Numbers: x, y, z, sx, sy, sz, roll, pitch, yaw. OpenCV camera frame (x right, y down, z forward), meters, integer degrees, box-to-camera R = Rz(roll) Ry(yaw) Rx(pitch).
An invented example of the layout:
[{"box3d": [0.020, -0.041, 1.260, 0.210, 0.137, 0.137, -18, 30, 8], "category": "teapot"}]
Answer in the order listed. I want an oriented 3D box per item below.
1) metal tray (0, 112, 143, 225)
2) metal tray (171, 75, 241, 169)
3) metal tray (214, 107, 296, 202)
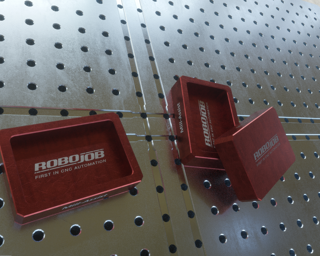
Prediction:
[{"box3d": [-0.094, 0.036, 0.331, 0.131, 0.030, 0.090, -12, 68, -33], "category": "metal tray"}, {"box3d": [0.069, -0.008, 0.446, 0.091, 0.030, 0.130, 9, 58, -24], "category": "metal tray"}, {"box3d": [0.137, 0.032, 0.433, 0.131, 0.030, 0.090, -28, 95, -43], "category": "metal tray"}]
